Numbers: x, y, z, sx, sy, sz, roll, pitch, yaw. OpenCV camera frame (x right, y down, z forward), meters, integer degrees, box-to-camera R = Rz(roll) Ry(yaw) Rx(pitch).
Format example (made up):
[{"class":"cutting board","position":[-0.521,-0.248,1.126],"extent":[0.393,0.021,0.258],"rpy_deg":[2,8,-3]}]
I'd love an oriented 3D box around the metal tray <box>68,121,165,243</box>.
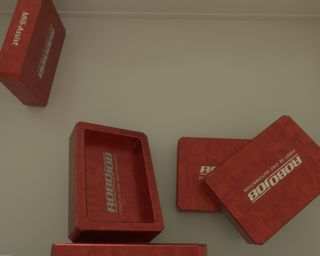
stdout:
[{"class":"metal tray","position":[-0.052,0.057,0.343],"extent":[0.091,0.030,0.130],"rpy_deg":[11,46,-27]}]

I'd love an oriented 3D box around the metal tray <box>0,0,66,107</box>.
[{"class":"metal tray","position":[-0.166,-0.104,0.411],"extent":[0.030,0.090,0.130],"rpy_deg":[6,70,2]}]

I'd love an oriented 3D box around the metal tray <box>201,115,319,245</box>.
[{"class":"metal tray","position":[0.125,0.057,0.354],"extent":[0.131,0.030,0.090],"rpy_deg":[-35,74,-12]}]

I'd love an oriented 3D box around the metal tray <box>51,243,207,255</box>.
[{"class":"metal tray","position":[-0.022,0.124,0.289],"extent":[0.131,0.090,0.030],"rpy_deg":[-3,70,9]}]

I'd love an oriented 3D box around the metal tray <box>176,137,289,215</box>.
[{"class":"metal tray","position":[0.086,0.060,0.385],"extent":[0.131,0.030,0.090],"rpy_deg":[2,70,0]}]
